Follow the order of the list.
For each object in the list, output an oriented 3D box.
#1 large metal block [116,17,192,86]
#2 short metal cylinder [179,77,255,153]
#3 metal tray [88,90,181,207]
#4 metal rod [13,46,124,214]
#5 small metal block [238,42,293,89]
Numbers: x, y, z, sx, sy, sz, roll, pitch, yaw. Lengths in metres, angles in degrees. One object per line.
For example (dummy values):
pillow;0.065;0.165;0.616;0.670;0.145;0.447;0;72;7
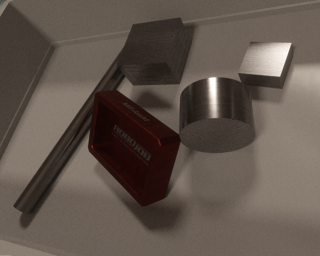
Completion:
large metal block;-0.007;-0.111;0.460;0.080;0.050;0.080;3;63;29
short metal cylinder;0.062;-0.012;0.344;0.080;0.080;0.050;-10;58;22
metal tray;-0.038;0.020;0.375;0.130;0.030;0.089;36;124;38
metal rod;-0.119;-0.009;0.471;0.025;0.025;0.300;21;72;35
small metal block;0.132;-0.079;0.385;0.050;0.025;0.050;12;68;33
